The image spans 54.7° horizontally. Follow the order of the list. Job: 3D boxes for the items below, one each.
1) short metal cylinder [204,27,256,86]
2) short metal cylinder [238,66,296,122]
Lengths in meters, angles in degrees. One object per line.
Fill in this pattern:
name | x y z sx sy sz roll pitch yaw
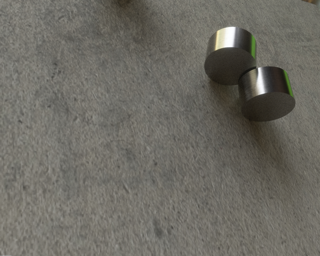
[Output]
short metal cylinder | 0.115 -0.115 0.503 0.080 0.080 0.050 24 53 -14
short metal cylinder | 0.168 -0.052 0.494 0.081 0.080 0.050 14 56 -21
